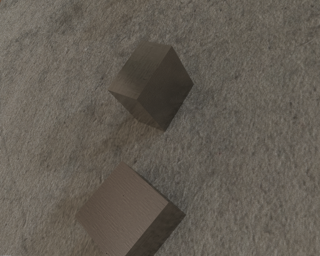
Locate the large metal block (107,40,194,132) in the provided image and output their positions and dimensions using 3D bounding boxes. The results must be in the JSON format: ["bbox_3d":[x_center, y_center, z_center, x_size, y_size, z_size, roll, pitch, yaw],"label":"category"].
[{"bbox_3d":[-0.008,-0.054,0.405,0.050,0.080,0.080,21,73,35],"label":"large metal block"}]

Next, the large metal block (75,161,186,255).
[{"bbox_3d":[-0.033,0.097,0.344,0.080,0.050,0.080,35,81,38],"label":"large metal block"}]
